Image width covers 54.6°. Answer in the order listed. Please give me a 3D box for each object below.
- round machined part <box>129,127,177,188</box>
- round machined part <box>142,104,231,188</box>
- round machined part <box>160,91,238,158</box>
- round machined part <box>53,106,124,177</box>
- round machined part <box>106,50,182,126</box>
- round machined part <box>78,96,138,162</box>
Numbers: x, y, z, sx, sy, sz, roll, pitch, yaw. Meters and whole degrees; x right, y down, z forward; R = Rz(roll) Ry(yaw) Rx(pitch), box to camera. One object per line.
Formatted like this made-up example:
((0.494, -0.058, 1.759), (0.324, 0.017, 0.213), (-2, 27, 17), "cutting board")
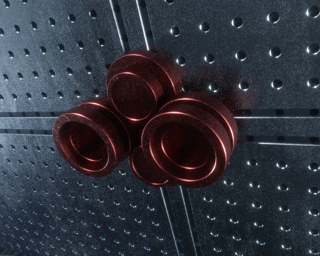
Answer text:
((-0.004, 0.043, 0.428), (0.098, 0.042, 0.097), (13, 124, 21), "round machined part")
((0.032, 0.017, 0.352), (0.098, 0.042, 0.097), (13, 124, 21), "round machined part")
((0.045, 0.000, 0.376), (0.098, 0.042, 0.097), (13, 124, 21), "round machined part")
((-0.090, 0.015, 0.415), (0.098, 0.042, 0.097), (13, 124, 21), "round machined part")
((-0.026, -0.044, 0.387), (0.098, 0.042, 0.097), (13, 124, 21), "round machined part")
((-0.074, 0.000, 0.439), (0.098, 0.042, 0.097), (13, 124, 21), "round machined part")
